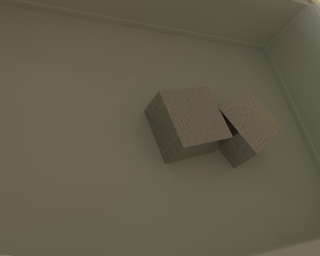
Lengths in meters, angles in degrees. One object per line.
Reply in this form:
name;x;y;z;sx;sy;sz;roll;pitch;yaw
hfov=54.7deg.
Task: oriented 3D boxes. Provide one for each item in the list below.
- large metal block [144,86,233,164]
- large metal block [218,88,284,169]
large metal block;0.036;-0.006;0.412;0.081;0.050;0.080;-9;67;-32
large metal block;0.120;-0.001;0.454;0.081;0.050;0.080;-31;79;-38
